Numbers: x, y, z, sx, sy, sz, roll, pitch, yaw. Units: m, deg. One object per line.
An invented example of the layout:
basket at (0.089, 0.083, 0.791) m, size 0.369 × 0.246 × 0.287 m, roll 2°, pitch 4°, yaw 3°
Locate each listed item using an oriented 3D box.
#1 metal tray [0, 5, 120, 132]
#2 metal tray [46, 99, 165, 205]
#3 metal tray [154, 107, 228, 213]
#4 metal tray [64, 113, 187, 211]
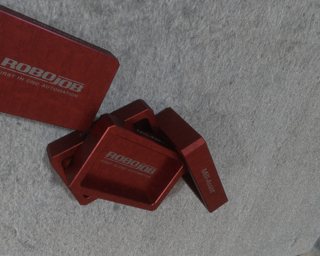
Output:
metal tray at (-0.117, -0.054, 0.307) m, size 0.131 × 0.030 × 0.089 m, roll 17°, pitch 110°, yaw -35°
metal tray at (-0.060, 0.031, 0.390) m, size 0.131 × 0.030 × 0.090 m, roll -28°, pitch 128°, yaw -11°
metal tray at (0.041, 0.044, 0.415) m, size 0.030 × 0.090 × 0.130 m, roll -33°, pitch 129°, yaw -8°
metal tray at (-0.035, 0.047, 0.375) m, size 0.131 × 0.030 × 0.090 m, roll 26°, pitch 104°, yaw -38°
